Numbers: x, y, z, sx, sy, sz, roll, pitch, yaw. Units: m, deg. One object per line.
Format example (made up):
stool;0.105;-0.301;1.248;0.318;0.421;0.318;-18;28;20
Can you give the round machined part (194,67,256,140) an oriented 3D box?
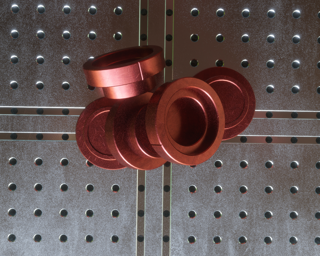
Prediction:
round machined part;0.077;-0.032;0.406;0.099;0.042;0.097;0;90;-1

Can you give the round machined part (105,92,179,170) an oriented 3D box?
round machined part;-0.014;0.003;0.381;0.099;0.042;0.097;3;85;-37

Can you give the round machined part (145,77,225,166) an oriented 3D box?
round machined part;0.025;-0.007;0.357;0.099;0.042;0.097;1;88;-33

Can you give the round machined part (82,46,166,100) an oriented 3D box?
round machined part;-0.041;-0.068;0.381;0.099;0.098;0.042;-12;116;-1

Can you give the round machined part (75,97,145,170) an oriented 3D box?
round machined part;-0.061;0.006;0.404;0.099;0.042;0.097;0;90;-1
